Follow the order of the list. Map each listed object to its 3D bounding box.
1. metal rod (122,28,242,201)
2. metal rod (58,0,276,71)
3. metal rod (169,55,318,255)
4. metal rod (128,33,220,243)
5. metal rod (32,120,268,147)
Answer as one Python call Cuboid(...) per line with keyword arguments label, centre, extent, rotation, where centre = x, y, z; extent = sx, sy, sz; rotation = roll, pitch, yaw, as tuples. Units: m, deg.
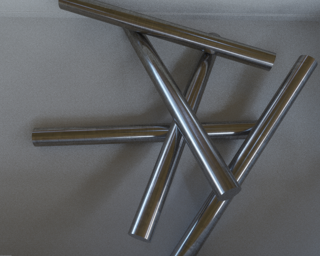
Cuboid(label="metal rod", centre=(0.011, -0.046, 0.382), extent=(0.025, 0.025, 0.299), rotation=(-22, 55, -8))
Cuboid(label="metal rod", centre=(0.006, -0.134, 0.423), extent=(0.301, 0.025, 0.025), rotation=(18, 71, 5))
Cuboid(label="metal rod", centre=(0.106, 0.035, 0.376), extent=(0.025, 0.025, 0.300), rotation=(34, 81, 11))
Cuboid(label="metal rod", centre=(0.029, -0.010, 0.386), extent=(0.025, 0.025, 0.300), rotation=(19, 61, 7))
Cuboid(label="metal rod", centre=(-0.011, 0.007, 0.406), extent=(0.302, 0.025, 0.025), rotation=(-2, 70, -1))
